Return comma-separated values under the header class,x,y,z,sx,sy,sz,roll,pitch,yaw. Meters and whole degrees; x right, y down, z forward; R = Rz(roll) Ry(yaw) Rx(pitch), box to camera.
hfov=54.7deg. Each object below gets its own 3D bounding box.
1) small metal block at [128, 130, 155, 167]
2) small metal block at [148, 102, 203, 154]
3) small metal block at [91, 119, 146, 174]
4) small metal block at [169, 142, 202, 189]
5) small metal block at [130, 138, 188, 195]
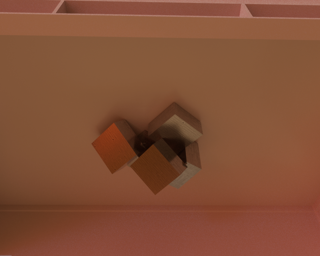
class,x,y,z,sx,sy,sz,roll,pitch,yaw
small metal block,-0.019,0.038,0.439,0.050,0.025,0.050,35,122,-26
small metal block,0.020,0.002,0.409,0.050,0.025,0.050,35,122,-26
small metal block,-0.055,0.025,0.411,0.050,0.025,0.050,-40,82,28
small metal block,0.030,0.048,0.432,0.025,0.050,0.050,29,124,-22
small metal block,-0.002,0.050,0.401,0.050,0.025,0.050,49,121,5
